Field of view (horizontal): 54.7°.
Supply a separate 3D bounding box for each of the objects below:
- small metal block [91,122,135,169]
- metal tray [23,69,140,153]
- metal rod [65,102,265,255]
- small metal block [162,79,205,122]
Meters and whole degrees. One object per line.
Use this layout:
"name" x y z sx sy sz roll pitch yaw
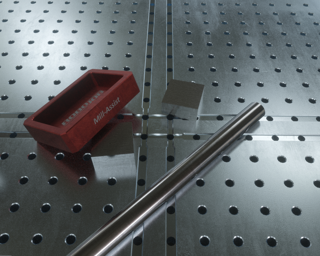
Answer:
"small metal block" -0.059 0.021 0.390 0.050 0.025 0.050 -5 50 -4
"metal tray" -0.100 -0.029 0.407 0.090 0.030 0.131 12 47 38
"metal rod" 0.025 0.054 0.362 0.302 0.025 0.025 -36 59 -26
"small metal block" 0.033 -0.040 0.442 0.050 0.025 0.050 12 51 10
